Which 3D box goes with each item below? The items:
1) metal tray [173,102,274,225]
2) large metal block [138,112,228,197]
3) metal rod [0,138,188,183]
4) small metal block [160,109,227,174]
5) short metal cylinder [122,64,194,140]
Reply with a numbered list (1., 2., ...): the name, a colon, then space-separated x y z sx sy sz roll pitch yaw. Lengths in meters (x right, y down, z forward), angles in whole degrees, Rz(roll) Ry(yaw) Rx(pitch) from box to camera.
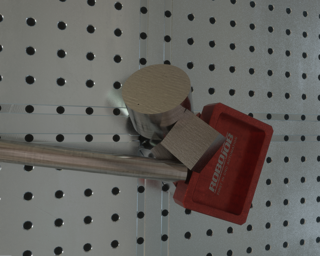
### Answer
1. metal tray: 0.080 0.044 0.385 0.091 0.030 0.129 22 82 -19
2. large metal block: 0.032 0.035 0.411 0.080 0.050 0.080 -37 102 -17
3. metal rod: -0.119 0.031 0.338 0.302 0.025 0.025 8 87 -9
4. small metal block: 0.038 0.015 0.350 0.050 0.050 0.025 -53 147 5
5. short metal cylinder: -0.001 -0.032 0.377 0.080 0.080 0.050 -37 145 -17
